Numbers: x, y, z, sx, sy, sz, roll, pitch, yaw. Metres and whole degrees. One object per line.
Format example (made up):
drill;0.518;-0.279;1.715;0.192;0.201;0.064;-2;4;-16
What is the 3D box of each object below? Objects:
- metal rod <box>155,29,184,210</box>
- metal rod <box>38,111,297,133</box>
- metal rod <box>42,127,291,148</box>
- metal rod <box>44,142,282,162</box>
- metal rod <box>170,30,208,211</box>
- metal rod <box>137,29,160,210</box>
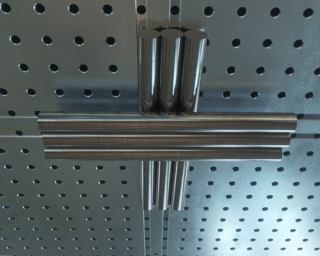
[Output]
metal rod;0.008;0.014;0.423;0.025;0.025;0.298;1;130;-1
metal rod;0.009;-0.007;0.372;0.302;0.025;0.025;0;130;-1
metal rod;0.009;0.012;0.389;0.302;0.025;0.025;0;130;-1
metal rod;0.005;0.031;0.405;0.302;0.025;0.025;0;130;-1
metal rod;0.033;0.015;0.424;0.025;0.025;0.298;1;130;-1
metal rod;-0.017;0.014;0.423;0.025;0.025;0.298;1;130;-1
